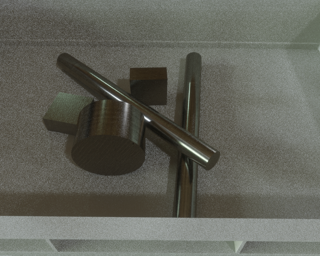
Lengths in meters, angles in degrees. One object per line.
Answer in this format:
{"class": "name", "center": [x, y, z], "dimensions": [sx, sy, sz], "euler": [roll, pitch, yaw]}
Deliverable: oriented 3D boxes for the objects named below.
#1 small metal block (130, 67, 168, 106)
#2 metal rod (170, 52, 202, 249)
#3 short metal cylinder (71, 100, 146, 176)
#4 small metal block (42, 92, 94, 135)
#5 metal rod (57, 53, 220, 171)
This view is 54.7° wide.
{"class": "small metal block", "center": [-0.016, -0.058, 0.437], "dimensions": [0.050, 0.050, 0.025], "euler": [-2, 50, -2]}
{"class": "metal rod", "center": [0.039, 0.002, 0.403], "dimensions": [0.025, 0.025, 0.300], "euler": [5, 50, 4]}
{"class": "short metal cylinder", "center": [-0.057, 0.013, 0.358], "dimensions": [0.081, 0.080, 0.050], "euler": [-1, 50, -1]}
{"class": "small metal block", "center": [-0.121, -0.019, 0.419], "dimensions": [0.050, 0.025, 0.050], "euler": [10, 51, 8]}
{"class": "metal rod", "center": [-0.048, -0.036, 0.415], "dimensions": [0.025, 0.025, 0.300], "euler": [-37, 54, -27]}
